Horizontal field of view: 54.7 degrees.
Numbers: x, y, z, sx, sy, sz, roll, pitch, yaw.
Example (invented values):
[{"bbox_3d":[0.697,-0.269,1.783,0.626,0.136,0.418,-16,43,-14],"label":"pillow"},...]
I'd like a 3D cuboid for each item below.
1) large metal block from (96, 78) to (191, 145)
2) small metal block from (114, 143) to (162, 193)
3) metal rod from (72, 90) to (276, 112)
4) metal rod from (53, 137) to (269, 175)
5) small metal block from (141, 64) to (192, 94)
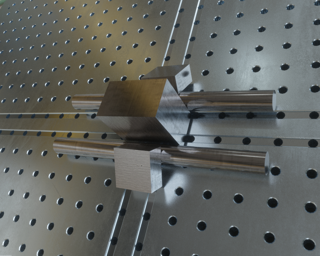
[{"bbox_3d":[-0.017,-0.016,0.386,0.080,0.080,0.050,2,63,29],"label":"large metal block"},{"bbox_3d":[-0.026,0.047,0.373,0.050,0.025,0.050,3,101,29],"label":"small metal block"},{"bbox_3d":[-0.001,-0.036,0.426,0.300,0.025,0.025,2,63,29],"label":"metal rod"},{"bbox_3d":[-0.020,0.032,0.395,0.300,0.025,0.025,2,63,29],"label":"metal rod"},{"bbox_3d":[0.010,-0.066,0.424,0.050,0.025,0.050,1,28,28],"label":"small metal block"}]
